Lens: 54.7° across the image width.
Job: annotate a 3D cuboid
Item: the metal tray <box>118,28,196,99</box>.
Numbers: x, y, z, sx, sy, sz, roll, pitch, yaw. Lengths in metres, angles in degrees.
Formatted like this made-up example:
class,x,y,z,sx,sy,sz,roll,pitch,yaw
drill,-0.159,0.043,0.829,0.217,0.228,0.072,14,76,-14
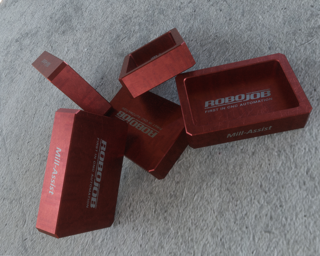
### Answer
class,x,y,z,sx,sy,sz,roll,pitch,yaw
metal tray,-0.006,-0.093,0.423,0.090,0.030,0.130,-27,23,10

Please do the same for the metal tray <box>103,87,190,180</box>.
class,x,y,z,sx,sy,sz,roll,pitch,yaw
metal tray,-0.023,-0.001,0.413,0.130,0.030,0.090,29,77,37

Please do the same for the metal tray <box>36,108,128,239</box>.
class,x,y,z,sx,sy,sz,roll,pitch,yaw
metal tray,-0.083,0.049,0.350,0.030,0.090,0.129,6,85,31

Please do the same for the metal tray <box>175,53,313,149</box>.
class,x,y,z,sx,sy,sz,roll,pitch,yaw
metal tray,0.089,-0.033,0.354,0.131,0.030,0.090,-11,55,4

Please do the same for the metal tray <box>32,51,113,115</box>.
class,x,y,z,sx,sy,sz,roll,pitch,yaw
metal tray,-0.130,-0.063,0.449,0.030,0.090,0.130,-49,35,-6
